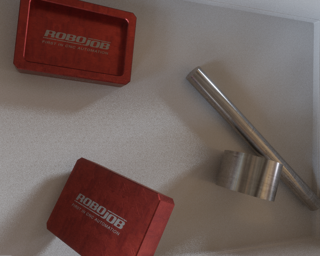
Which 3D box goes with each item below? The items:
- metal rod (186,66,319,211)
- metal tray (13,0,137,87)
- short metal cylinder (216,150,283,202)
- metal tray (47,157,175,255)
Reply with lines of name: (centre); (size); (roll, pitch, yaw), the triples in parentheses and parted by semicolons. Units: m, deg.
metal rod: (0.149, 0.024, 0.467); (0.300, 0.025, 0.025); (44, 76, -15)
metal tray: (-0.098, -0.103, 0.371); (0.131, 0.030, 0.089); (6, 88, -20)
short metal cylinder: (0.123, 0.065, 0.428); (0.081, 0.080, 0.050); (18, 84, -20)
metal tray: (-0.058, 0.094, 0.336); (0.030, 0.130, 0.090); (36, 75, -52)
